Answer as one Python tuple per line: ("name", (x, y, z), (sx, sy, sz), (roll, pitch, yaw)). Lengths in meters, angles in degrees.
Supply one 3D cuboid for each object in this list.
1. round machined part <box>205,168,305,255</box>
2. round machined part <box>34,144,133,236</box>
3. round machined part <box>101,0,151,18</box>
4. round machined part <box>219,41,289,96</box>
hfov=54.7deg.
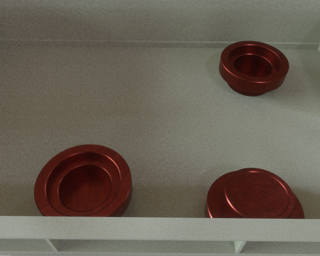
("round machined part", (0.098, 0.080, 0.319), (0.099, 0.042, 0.098), (1, 41, -1))
("round machined part", (-0.079, 0.069, 0.335), (0.099, 0.042, 0.098), (0, 50, 0))
("round machined part", (-0.068, -0.263, 0.617), (0.099, 0.042, 0.098), (0, 50, 0))
("round machined part", (0.138, -0.086, 0.468), (0.099, 0.042, 0.098), (0, 50, 0))
